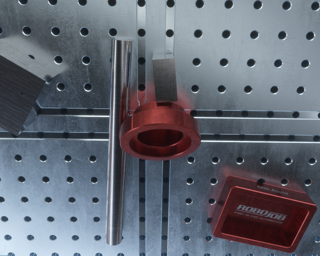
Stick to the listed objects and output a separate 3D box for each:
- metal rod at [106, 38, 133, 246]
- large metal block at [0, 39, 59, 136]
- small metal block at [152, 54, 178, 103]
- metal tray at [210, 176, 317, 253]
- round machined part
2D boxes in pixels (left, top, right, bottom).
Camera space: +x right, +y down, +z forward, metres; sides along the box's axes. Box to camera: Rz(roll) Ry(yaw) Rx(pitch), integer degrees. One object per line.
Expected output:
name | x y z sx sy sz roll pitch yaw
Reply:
metal rod | -0.058 0.033 0.424 0.025 0.025 0.298 4 110 -2
large metal block | -0.185 -0.050 0.379 0.080 0.050 0.080 31 107 -11
small metal block | 0.006 -0.062 0.377 0.025 0.050 0.050 -5 109 1
metal tray | 0.151 0.130 0.460 0.131 0.030 0.089 14 109 -6
round machined part | 0.000 0.002 0.388 0.099 0.042 0.098 -2 150 -1
